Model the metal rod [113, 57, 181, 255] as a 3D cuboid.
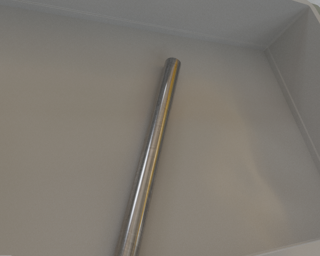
[{"bbox_3d":[-0.008,0.020,0.388,0.025,0.025,0.300,24,53,-14],"label":"metal rod"}]
